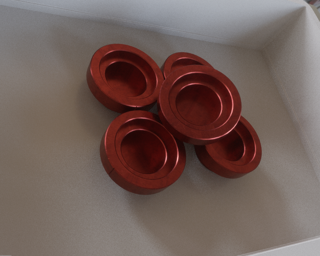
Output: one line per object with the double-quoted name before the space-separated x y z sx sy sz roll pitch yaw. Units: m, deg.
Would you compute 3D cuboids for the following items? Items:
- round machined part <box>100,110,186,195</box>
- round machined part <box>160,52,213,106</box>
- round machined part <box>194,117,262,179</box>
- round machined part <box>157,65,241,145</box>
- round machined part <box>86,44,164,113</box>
"round machined part" -0.023 0.031 0.363 0.099 0.042 0.098 14 56 -21
"round machined part" 0.041 -0.059 0.453 0.099 0.042 0.098 14 56 -21
"round machined part" 0.087 0.024 0.427 0.099 0.042 0.098 14 56 -21
"round machined part" 0.045 -0.025 0.379 0.099 0.042 0.098 3 68 -8
"round machined part" -0.047 -0.058 0.404 0.099 0.042 0.098 14 56 -21
